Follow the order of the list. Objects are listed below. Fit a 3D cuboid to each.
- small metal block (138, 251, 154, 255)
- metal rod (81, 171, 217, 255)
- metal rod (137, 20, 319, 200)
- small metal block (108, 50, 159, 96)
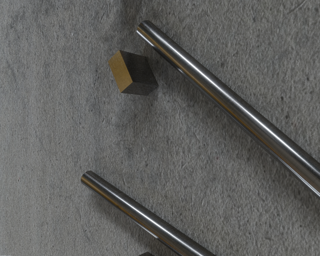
[{"bbox_3d":[-0.016,0.190,0.400,0.050,0.050,0.025,15,99,39],"label":"small metal block"},{"bbox_3d":[-0.007,0.129,0.408,0.300,0.025,0.025,24,105,37],"label":"metal rod"},{"bbox_3d":[0.067,-0.038,0.347,0.300,0.025,0.025,48,118,29],"label":"metal rod"},{"bbox_3d":[-0.035,-0.073,0.416,0.025,0.050,0.050,-36,68,34],"label":"small metal block"}]
